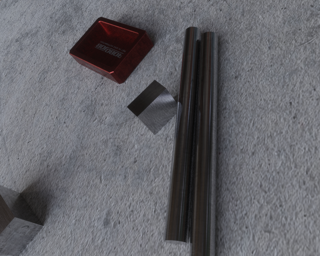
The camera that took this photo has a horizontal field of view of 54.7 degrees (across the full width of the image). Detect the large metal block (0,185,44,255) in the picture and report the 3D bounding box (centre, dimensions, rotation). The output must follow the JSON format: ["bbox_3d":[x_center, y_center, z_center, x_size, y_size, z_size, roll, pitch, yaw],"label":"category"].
[{"bbox_3d":[-0.220,0.135,0.418,0.080,0.050,0.080,33,80,38],"label":"large metal block"}]

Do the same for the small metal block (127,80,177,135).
[{"bbox_3d":[-0.007,-0.026,0.406,0.050,0.050,0.025,-45,51,-3],"label":"small metal block"}]

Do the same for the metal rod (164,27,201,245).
[{"bbox_3d":[0.033,-0.012,0.392,0.025,0.025,0.299,-7,59,24],"label":"metal rod"}]

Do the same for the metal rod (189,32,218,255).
[{"bbox_3d":[0.056,0.001,0.372,0.025,0.025,0.299,-7,58,24],"label":"metal rod"}]

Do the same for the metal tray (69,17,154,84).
[{"bbox_3d":[-0.085,-0.135,0.526,0.130,0.030,0.090,30,78,37],"label":"metal tray"}]
